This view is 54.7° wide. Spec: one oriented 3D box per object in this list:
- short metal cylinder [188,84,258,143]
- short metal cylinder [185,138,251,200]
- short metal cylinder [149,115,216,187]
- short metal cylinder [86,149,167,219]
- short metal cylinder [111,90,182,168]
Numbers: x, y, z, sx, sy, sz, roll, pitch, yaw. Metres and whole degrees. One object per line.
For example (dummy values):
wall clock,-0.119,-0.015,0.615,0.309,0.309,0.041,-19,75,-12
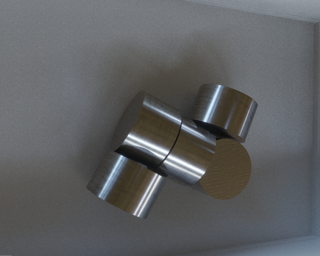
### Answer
short metal cylinder,0.082,-0.018,0.411,0.080,0.080,0.050,24,82,-19
short metal cylinder,0.076,0.053,0.425,0.081,0.050,0.079,0,90,-21
short metal cylinder,0.025,0.027,0.391,0.050,0.080,0.080,28,81,-18
short metal cylinder,-0.039,0.065,0.366,0.080,0.080,0.050,31,80,-18
short metal cylinder,-0.018,0.002,0.374,0.050,0.080,0.080,27,81,-18
